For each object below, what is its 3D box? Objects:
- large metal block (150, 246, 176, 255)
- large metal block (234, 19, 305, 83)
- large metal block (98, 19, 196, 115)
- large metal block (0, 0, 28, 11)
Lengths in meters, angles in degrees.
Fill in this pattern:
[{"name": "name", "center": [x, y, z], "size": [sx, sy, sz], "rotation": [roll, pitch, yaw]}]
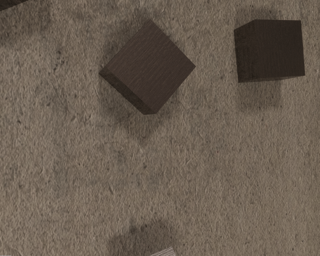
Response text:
[{"name": "large metal block", "center": [-0.008, 0.204, 0.373], "size": [0.081, 0.050, 0.080], "rotation": [-16, 54, -20]}, {"name": "large metal block", "center": [0.161, -0.112, 0.457], "size": [0.081, 0.050, 0.079], "rotation": [-6, 92, -20]}, {"name": "large metal block", "center": [-0.017, -0.073, 0.390], "size": [0.080, 0.050, 0.080], "rotation": [43, 76, -15]}, {"name": "large metal block", "center": [-0.174, -0.180, 0.331], "size": [0.080, 0.050, 0.080], "rotation": [-31, 101, -18]}]
